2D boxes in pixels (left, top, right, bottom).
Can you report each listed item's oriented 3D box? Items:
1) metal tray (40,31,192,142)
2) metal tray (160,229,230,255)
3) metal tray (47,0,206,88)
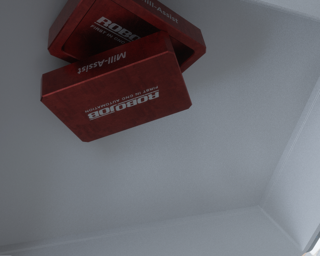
[{"bbox_3d":[-0.040,-0.036,0.318,0.130,0.030,0.090,-18,146,7],"label":"metal tray"},{"bbox_3d":[0.063,0.247,0.595,0.131,0.030,0.089,0,118,-29],"label":"metal tray"},{"bbox_3d":[-0.030,-0.086,0.308,0.131,0.030,0.090,20,137,-37],"label":"metal tray"}]
